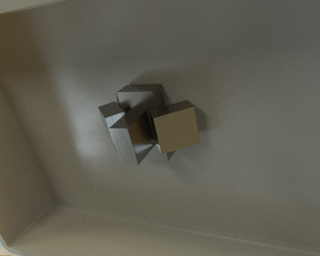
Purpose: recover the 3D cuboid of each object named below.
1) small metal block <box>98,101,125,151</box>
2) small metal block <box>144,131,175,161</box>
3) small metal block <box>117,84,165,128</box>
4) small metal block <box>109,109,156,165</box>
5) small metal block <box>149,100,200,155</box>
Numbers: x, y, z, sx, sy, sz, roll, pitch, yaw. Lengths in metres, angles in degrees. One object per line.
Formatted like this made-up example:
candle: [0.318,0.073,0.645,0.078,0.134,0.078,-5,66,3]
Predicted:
small metal block: [-0.060,-0.003,0.419,0.050,0.025,0.050,-137,29,-60]
small metal block: [-0.011,0.016,0.421,0.050,0.025,0.050,3,120,27]
small metal block: [-0.022,-0.028,0.399,0.050,0.025,0.050,2,120,26]
small metal block: [-0.032,0.010,0.380,0.025,0.050,0.050,0,119,27]
small metal block: [0.018,-0.001,0.381,0.050,0.025,0.050,-17,117,-8]
